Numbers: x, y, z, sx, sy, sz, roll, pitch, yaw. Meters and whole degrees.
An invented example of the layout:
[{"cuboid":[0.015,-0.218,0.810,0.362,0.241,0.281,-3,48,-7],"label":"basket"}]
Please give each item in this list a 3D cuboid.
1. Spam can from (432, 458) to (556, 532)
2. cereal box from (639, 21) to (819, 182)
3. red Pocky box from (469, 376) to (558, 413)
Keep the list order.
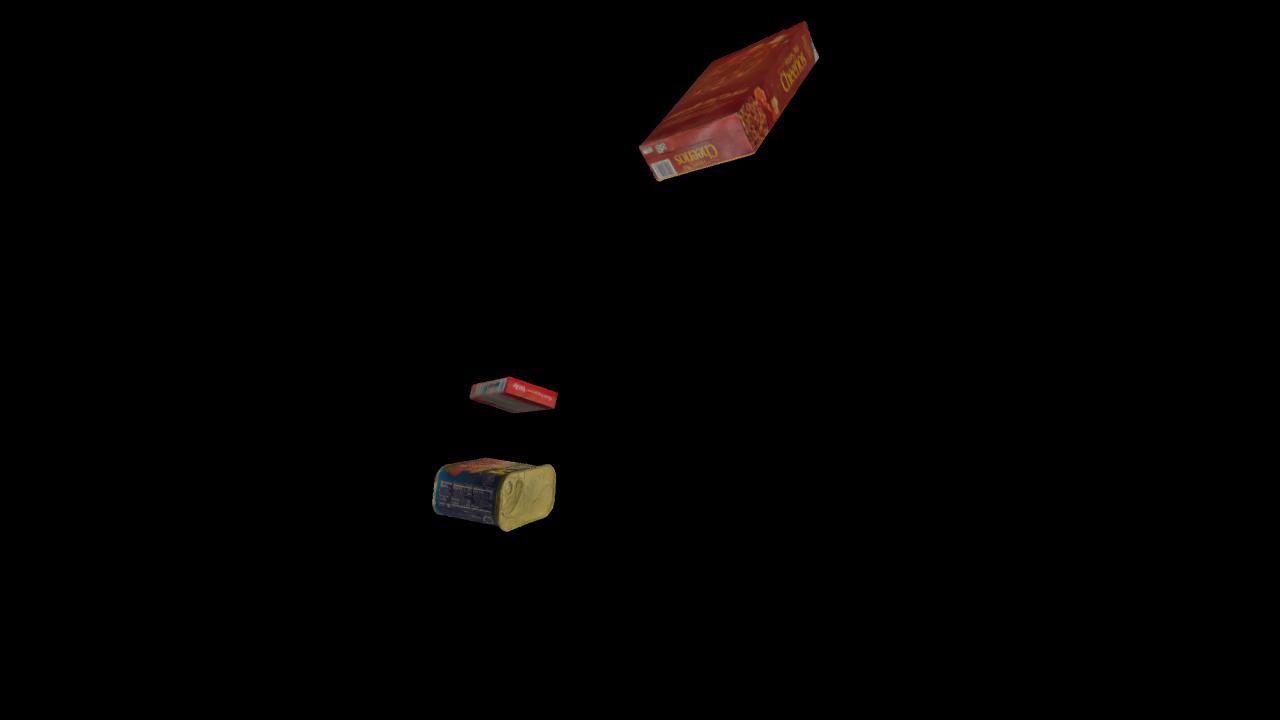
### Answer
[{"cuboid":[-0.150,0.136,0.641,0.085,0.058,0.101,3,-1,23],"label":"Spam can"},{"cuboid":[0.155,-0.437,1.042,0.203,0.306,0.081,-2,-46,43],"label":"cereal box"},{"cuboid":[-0.195,0.055,0.939,0.083,0.028,0.155,24,-19,-30],"label":"red Pocky box"}]
